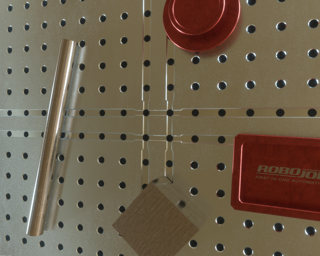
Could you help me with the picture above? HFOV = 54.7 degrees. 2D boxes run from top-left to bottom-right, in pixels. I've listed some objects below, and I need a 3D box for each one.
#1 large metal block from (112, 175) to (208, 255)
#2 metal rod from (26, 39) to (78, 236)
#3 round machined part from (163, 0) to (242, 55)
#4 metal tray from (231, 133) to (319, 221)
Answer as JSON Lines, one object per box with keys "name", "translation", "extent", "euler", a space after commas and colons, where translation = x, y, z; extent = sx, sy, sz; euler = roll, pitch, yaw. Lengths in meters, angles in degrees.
{"name": "large metal block", "translation": [0.001, 0.121, 0.399], "extent": [0.080, 0.050, 0.080], "euler": [43, 103, 14]}
{"name": "metal rod", "translation": [-0.164, 0.017, 0.470], "extent": [0.025, 0.025, 0.298], "euler": [13, 94, 19]}
{"name": "round machined part", "translation": [0.049, -0.144, 0.386], "extent": [0.098, 0.042, 0.097], "euler": [0, 90, 20]}
{"name": "metal tray", "translation": [0.151, 0.054, 0.356], "extent": [0.130, 0.030, 0.089], "euler": [3, 91, 19]}
